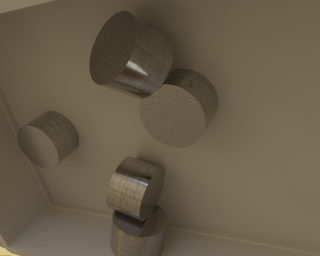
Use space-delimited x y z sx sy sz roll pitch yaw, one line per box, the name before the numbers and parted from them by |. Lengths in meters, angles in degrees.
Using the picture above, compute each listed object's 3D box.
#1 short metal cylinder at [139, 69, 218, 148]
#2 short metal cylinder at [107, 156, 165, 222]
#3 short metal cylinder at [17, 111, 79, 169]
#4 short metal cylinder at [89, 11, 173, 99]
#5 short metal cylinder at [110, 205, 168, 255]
short metal cylinder | 0.023 -0.024 0.366 0.080 0.050 0.079 13 124 21
short metal cylinder | -0.033 0.086 0.444 0.050 0.080 0.079 18 125 18
short metal cylinder | -0.179 0.019 0.499 0.080 0.050 0.079 13 124 21
short metal cylinder | -0.032 -0.077 0.335 0.080 0.050 0.080 -17 66 42
short metal cylinder | -0.031 0.151 0.458 0.080 0.080 0.050 17 115 18
